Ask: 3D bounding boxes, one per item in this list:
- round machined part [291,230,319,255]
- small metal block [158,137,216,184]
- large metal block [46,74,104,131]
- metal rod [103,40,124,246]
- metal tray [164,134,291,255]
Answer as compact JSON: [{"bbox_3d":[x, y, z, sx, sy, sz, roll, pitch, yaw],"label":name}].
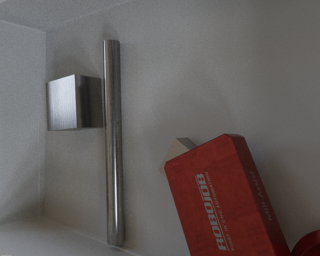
[{"bbox_3d":[0.154,0.135,0.250,0.098,0.042,0.097,-168,90,-69],"label":"round machined part"},{"bbox_3d":[0.032,0.046,0.379,0.050,0.025,0.050,40,114,32],"label":"small metal block"},{"bbox_3d":[-0.140,-0.037,0.503,0.080,0.050,0.080,-5,87,39],"label":"large metal block"},{"bbox_3d":[-0.069,0.020,0.461,0.025,0.025,0.298,-2,88,39],"label":"metal rod"},{"bbox_3d":[0.062,0.081,0.313,0.090,0.030,0.130,-31,68,36],"label":"metal tray"}]
